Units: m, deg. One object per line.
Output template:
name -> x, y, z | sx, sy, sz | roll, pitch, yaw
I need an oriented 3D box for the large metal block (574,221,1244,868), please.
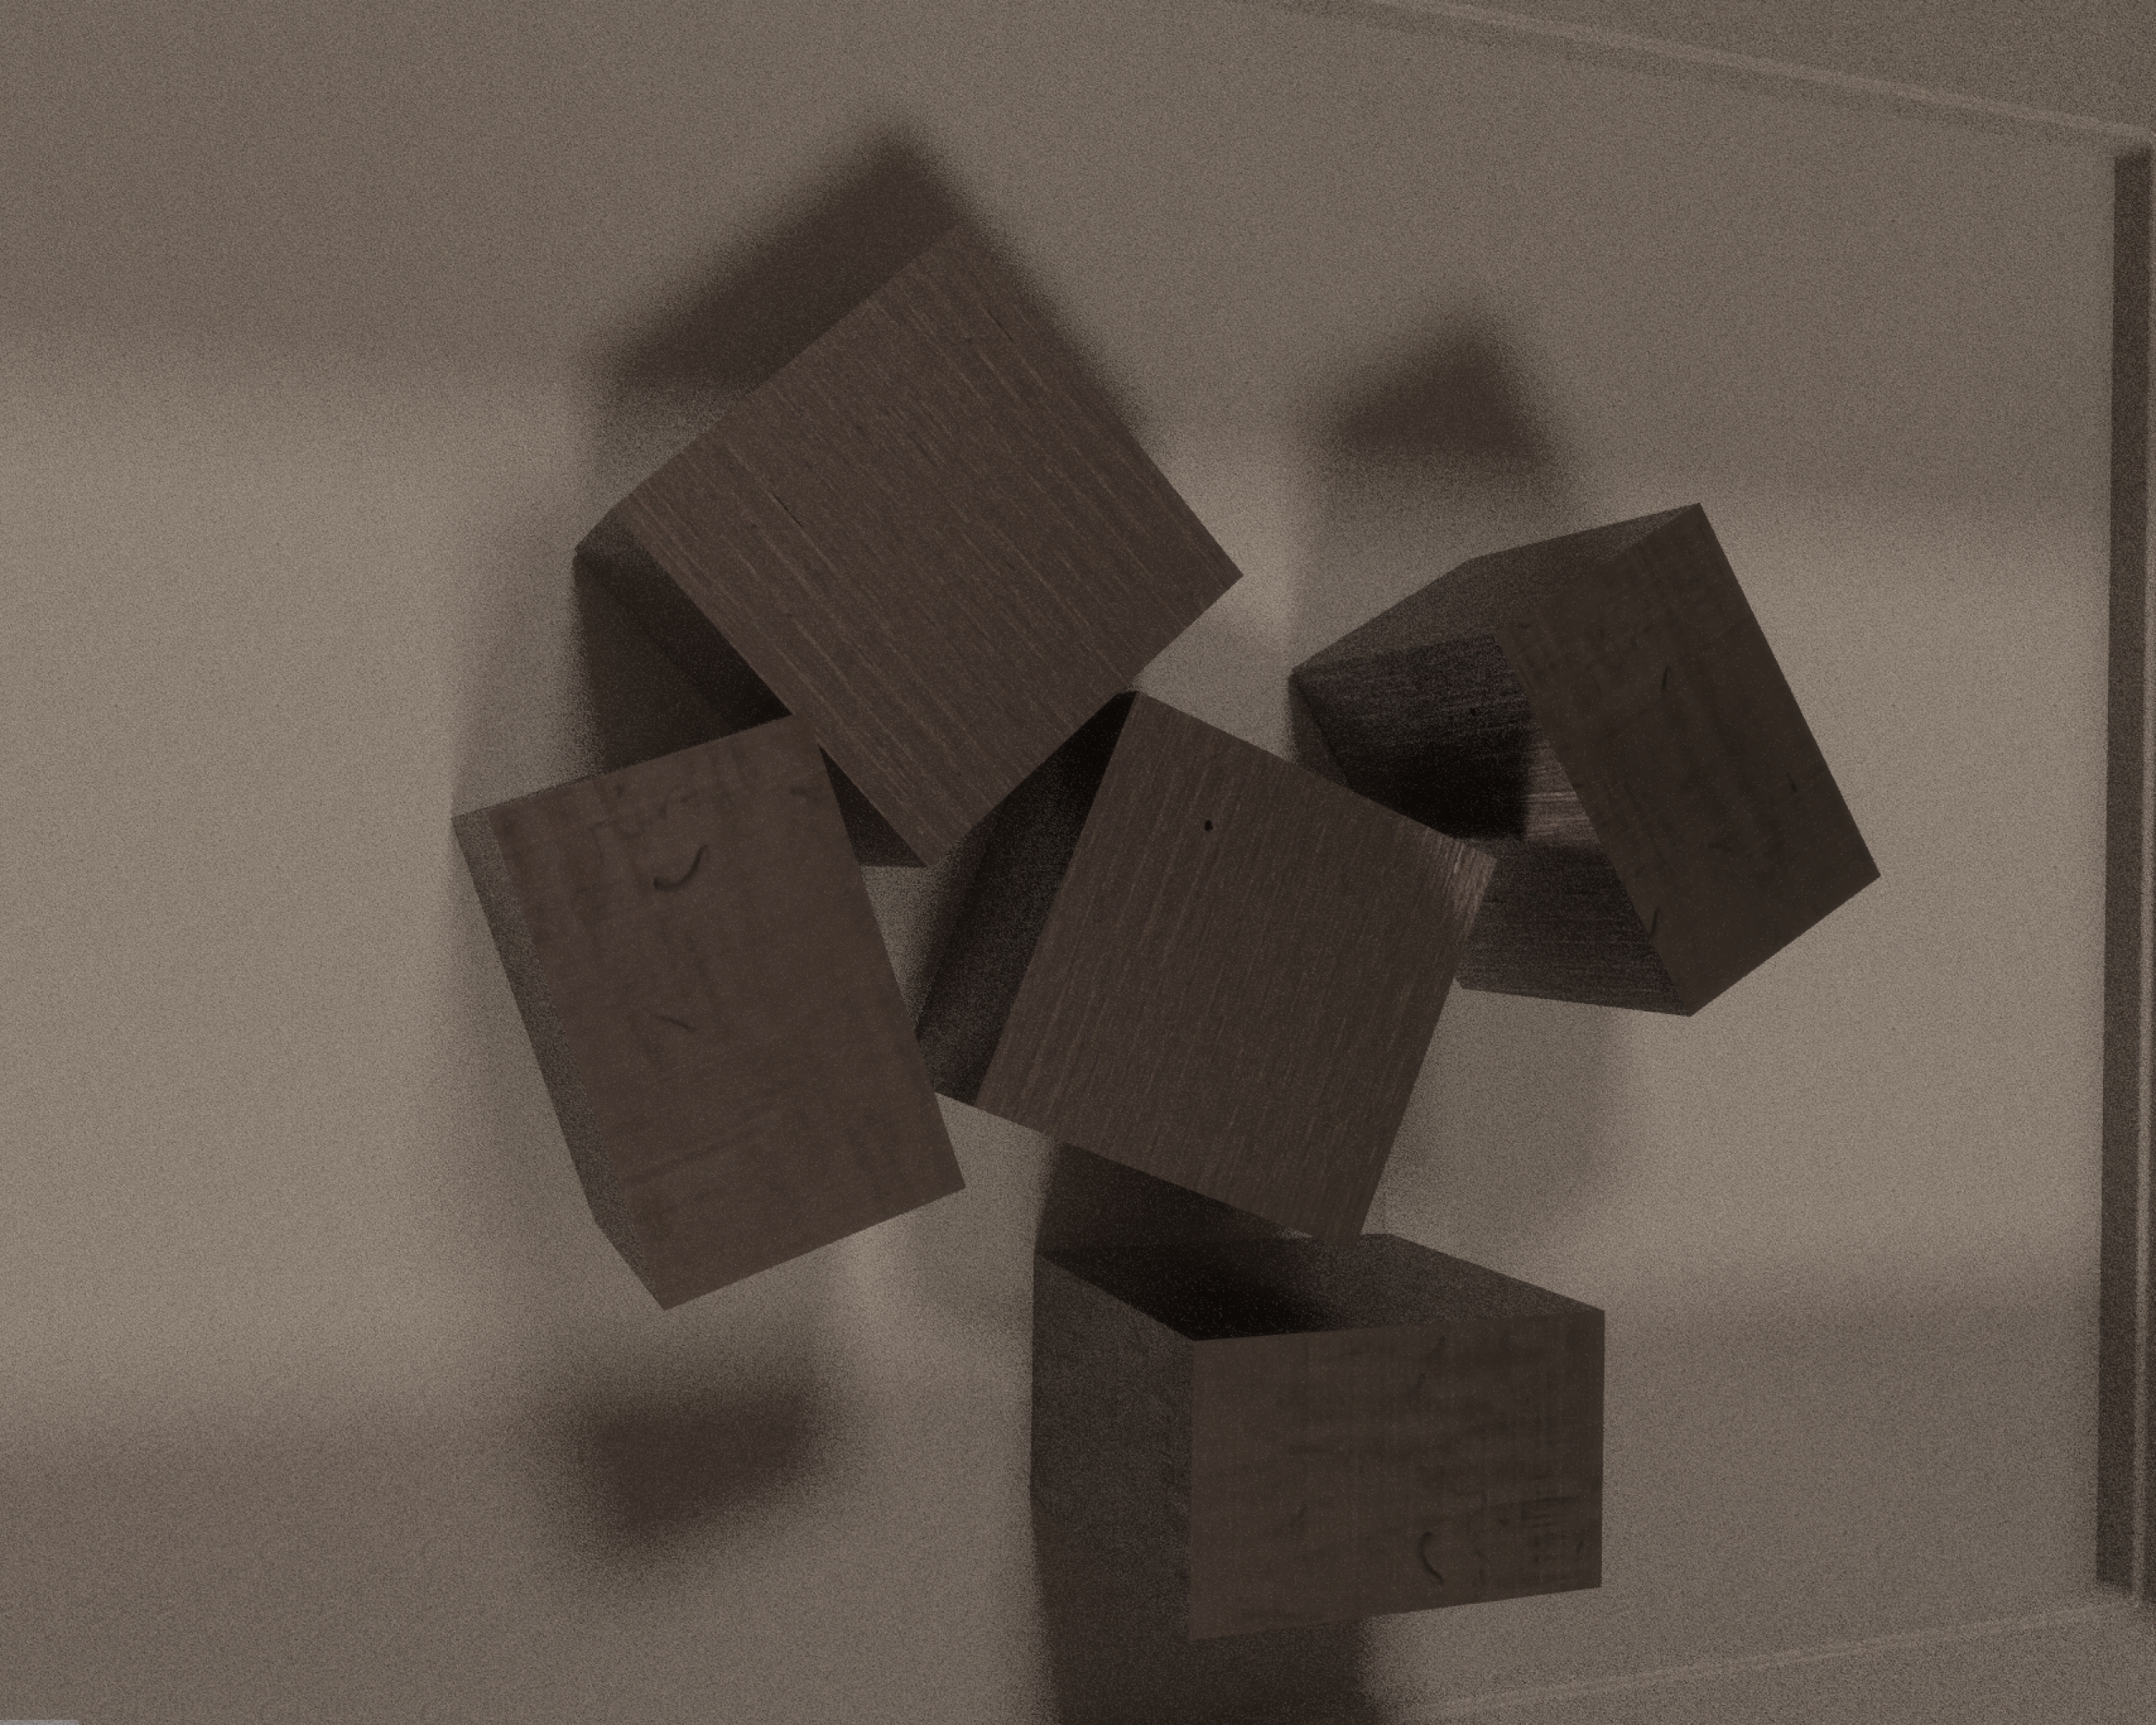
large metal block -> -0.032, -0.055, 0.384 | 0.080, 0.050, 0.080 | -44, 104, -15

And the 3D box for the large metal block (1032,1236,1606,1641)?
large metal block -> 0.043, 0.104, 0.398 | 0.081, 0.080, 0.050 | 1, 90, -20

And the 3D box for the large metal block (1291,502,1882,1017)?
large metal block -> 0.099, -0.019, 0.417 | 0.050, 0.080, 0.080 | -33, 101, -17

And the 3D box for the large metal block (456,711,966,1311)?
large metal block -> -0.066, 0.022, 0.356 | 0.050, 0.080, 0.080 | -20, 97, -19

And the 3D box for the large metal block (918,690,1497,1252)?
large metal block -> 0.022, 0.021, 0.405 | 0.080, 0.050, 0.080 | 24, 82, -19
